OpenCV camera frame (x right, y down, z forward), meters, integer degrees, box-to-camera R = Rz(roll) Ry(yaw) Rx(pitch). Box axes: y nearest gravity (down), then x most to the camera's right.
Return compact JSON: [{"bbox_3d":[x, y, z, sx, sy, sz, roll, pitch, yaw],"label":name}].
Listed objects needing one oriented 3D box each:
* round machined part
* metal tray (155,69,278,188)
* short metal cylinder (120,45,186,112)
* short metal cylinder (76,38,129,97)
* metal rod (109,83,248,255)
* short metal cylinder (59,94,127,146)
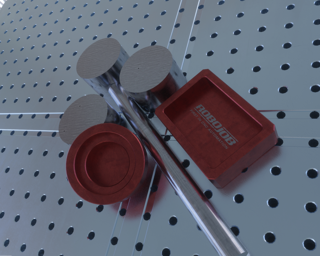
[{"bbox_3d":[-0.063,0.046,0.389,0.098,0.042,0.098,-2,78,9],"label":"round machined part"},{"bbox_3d":[0.063,-0.005,0.374,0.090,0.030,0.130,-40,51,2],"label":"metal tray"},{"bbox_3d":[-0.009,-0.069,0.439,0.080,0.050,0.080,-13,56,21],"label":"short metal cylinder"},{"bbox_3d":[-0.085,-0.097,0.497,0.080,0.050,0.080,-13,56,21],"label":"short metal cylinder"},{"bbox_3d":[0.003,0.033,0.387,0.025,0.025,0.300,-39,51,2],"label":"metal rod"},{"bbox_3d":[-0.096,-0.001,0.443,0.080,0.050,0.080,-13,56,21],"label":"short metal cylinder"}]
